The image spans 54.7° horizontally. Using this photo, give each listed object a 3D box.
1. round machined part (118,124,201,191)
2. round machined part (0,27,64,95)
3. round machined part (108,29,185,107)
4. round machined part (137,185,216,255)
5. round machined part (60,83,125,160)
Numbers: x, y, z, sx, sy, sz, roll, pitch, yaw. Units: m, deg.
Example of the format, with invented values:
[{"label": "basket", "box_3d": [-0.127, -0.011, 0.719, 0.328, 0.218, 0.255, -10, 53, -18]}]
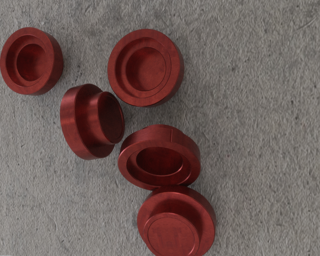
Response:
[{"label": "round machined part", "box_3d": [0.000, 0.033, 0.381, 0.099, 0.042, 0.097, 3, 134, 3]}, {"label": "round machined part", "box_3d": [-0.186, -0.097, 0.466, 0.098, 0.042, 0.097, 0, 90, 20]}, {"label": "round machined part", "box_3d": [-0.015, -0.075, 0.405, 0.098, 0.042, 0.097, 0, 90, 20]}, {"label": "round machined part", "box_3d": [0.018, 0.123, 0.380, 0.098, 0.042, 0.097, 4, 107, 14]}, {"label": "round machined part", "box_3d": [-0.079, -0.010, 0.398, 0.042, 0.098, 0.097, -11, 86, 20]}]
